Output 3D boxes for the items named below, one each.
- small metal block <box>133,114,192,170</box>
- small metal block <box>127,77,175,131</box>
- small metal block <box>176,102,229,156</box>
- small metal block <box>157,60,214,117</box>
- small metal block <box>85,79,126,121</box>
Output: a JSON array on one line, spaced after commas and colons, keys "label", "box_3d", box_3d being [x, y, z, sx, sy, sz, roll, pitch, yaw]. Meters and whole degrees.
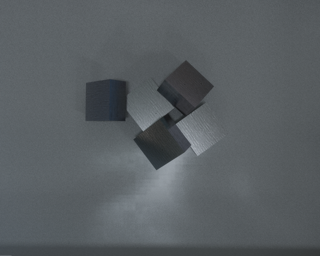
[{"label": "small metal block", "box_3d": [0.003, 0.018, 0.398, 0.050, 0.025, 0.050, -36, 90, 31]}, {"label": "small metal block", "box_3d": [-0.017, -0.030, 0.409, 0.050, 0.025, 0.050, -38, 91, 0]}, {"label": "small metal block", "box_3d": [0.054, 0.001, 0.410, 0.050, 0.025, 0.050, -36, 90, 0]}, {"label": "small metal block", "box_3d": [0.033, -0.051, 0.399, 0.050, 0.025, 0.050, 43, 55, -1]}, {"label": "small metal block", "box_3d": [-0.070, -0.034, 0.395, 0.050, 0.025, 0.050, 0, 90, 43]}]
